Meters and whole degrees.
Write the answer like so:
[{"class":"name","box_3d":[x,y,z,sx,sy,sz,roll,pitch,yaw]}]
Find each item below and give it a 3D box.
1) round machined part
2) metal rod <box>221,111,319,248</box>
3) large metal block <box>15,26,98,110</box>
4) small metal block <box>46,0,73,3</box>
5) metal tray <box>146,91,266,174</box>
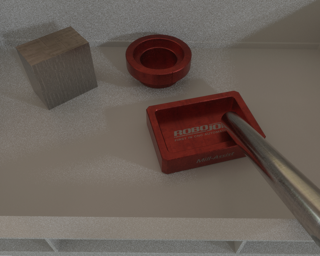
[{"class":"round machined part","box_3d":[-0.002,-0.098,0.477,0.099,0.042,0.098,0,50,0]},{"class":"metal rod","box_3d":[0.098,0.037,0.256,0.025,0.025,0.300,-2,18,-2]},{"class":"large metal block","box_3d":[-0.142,-0.085,0.439,0.081,0.080,0.050,-31,57,-24]},{"class":"small metal block","box_3d":[-0.207,-0.284,0.644,0.050,0.025,0.050,0,50,-1]},{"class":"metal tray","box_3d":[0.055,0.002,0.400,0.131,0.030,0.090,-11,51,-10]}]
